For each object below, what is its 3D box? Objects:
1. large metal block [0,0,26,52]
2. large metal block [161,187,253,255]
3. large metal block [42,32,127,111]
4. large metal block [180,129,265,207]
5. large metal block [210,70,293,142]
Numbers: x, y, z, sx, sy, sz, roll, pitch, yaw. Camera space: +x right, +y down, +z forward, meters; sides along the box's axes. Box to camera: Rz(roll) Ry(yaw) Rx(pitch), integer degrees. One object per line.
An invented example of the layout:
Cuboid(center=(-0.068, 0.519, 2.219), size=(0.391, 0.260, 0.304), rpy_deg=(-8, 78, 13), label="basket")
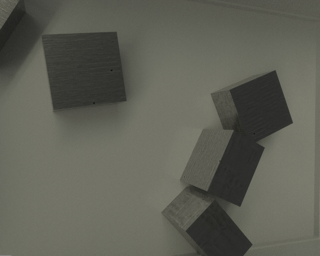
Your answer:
Cuboid(center=(-0.201, -0.121, 0.323), size=(0.080, 0.050, 0.080), rpy_deg=(30, 80, -18), label="large metal block")
Cuboid(center=(0.058, 0.130, 0.403), size=(0.050, 0.080, 0.080), rpy_deg=(-43, 104, -15), label="large metal block")
Cuboid(center=(-0.090, -0.065, 0.364), size=(0.081, 0.050, 0.080), rpy_deg=(-9, 93, -20), label="large metal block")
Cuboid(center=(0.079, 0.049, 0.410), size=(0.050, 0.080, 0.080), rpy_deg=(28, 81, -18), label="large metal block")
Cuboid(center=(0.131, -0.029, 0.445), size=(0.081, 0.050, 0.080), rpy_deg=(-24, 98, -19), label="large metal block")
